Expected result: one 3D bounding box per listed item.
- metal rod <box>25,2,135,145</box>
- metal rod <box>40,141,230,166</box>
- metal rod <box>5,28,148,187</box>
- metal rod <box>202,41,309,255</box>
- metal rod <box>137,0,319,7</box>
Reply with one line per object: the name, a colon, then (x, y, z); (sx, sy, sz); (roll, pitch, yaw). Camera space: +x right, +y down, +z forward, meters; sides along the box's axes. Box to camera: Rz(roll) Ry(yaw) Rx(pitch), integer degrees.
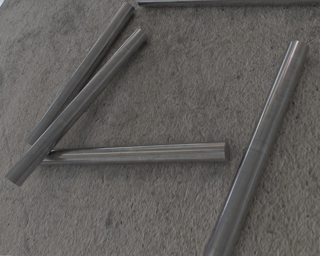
metal rod: (-0.130, -0.097, 0.531); (0.025, 0.025, 0.300); (20, 72, 35)
metal rod: (-0.059, 0.036, 0.412); (0.300, 0.025, 0.025); (-4, 60, 26)
metal rod: (-0.116, -0.041, 0.469); (0.025, 0.025, 0.300); (23, 67, 36)
metal rod: (0.102, 0.031, 0.331); (0.025, 0.025, 0.300); (15, 69, 34)
metal rod: (0.087, -0.203, 0.482); (0.300, 0.025, 0.025); (15, 69, 34)
